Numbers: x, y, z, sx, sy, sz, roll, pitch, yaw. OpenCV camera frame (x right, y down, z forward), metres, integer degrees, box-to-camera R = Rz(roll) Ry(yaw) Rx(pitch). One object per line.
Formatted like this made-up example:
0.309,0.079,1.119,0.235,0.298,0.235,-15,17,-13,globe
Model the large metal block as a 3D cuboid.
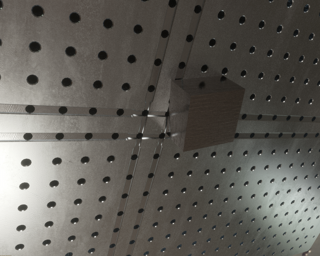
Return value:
0.059,-0.021,0.416,0.081,0.050,0.079,-9,123,-24,large metal block
